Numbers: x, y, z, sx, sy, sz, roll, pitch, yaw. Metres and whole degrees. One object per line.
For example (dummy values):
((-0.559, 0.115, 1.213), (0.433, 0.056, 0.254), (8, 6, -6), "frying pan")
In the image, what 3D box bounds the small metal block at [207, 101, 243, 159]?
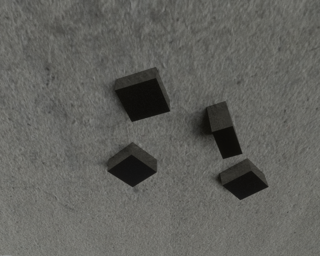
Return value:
((0.082, 0.002, 0.394), (0.025, 0.050, 0.050), (-18, 128, 14), "small metal block")

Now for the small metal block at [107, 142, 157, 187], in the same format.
((-0.040, 0.055, 0.453), (0.050, 0.025, 0.050), (-35, 122, 26), "small metal block")

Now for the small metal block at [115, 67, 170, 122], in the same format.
((-0.020, -0.040, 0.373), (0.050, 0.025, 0.050), (-15, 129, 12), "small metal block")

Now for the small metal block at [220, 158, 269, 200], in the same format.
((0.129, 0.080, 0.477), (0.050, 0.025, 0.050), (-34, 123, 25), "small metal block")
